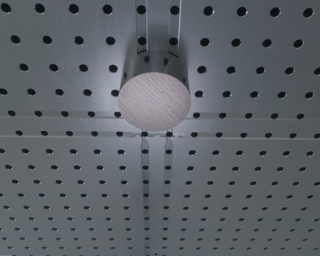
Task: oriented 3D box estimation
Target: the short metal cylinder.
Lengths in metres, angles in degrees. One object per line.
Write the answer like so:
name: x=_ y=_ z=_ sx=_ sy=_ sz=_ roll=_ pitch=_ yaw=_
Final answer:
short metal cylinder: x=-0.006 y=-0.042 z=0.359 sx=0.080 sy=0.050 sz=0.080 roll=0 pitch=130 yaw=0
